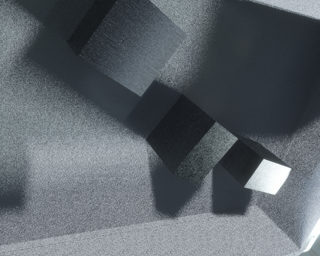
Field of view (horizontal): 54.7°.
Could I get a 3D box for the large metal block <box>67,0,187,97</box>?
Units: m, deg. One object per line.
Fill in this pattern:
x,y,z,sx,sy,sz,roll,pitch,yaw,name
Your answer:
-0.034,-0.092,0.318,0.080,0.050,0.080,30,101,-38,large metal block

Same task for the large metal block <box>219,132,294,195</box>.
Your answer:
0.146,0.055,0.489,0.080,0.080,0.050,19,108,-36,large metal block

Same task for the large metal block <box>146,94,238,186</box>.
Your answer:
0.039,0.015,0.405,0.050,0.080,0.080,33,100,-39,large metal block
